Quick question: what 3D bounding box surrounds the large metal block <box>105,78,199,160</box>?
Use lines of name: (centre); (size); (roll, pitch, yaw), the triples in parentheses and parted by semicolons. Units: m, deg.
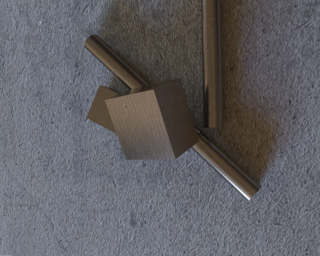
large metal block: (-0.010, -0.009, 0.373); (0.080, 0.050, 0.080); (-6, 107, 41)

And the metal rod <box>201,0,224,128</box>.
metal rod: (0.064, -0.150, 0.385); (0.025, 0.025, 0.298); (-1, 90, 19)

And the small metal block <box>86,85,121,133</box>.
small metal block: (-0.067, -0.026, 0.431); (0.050, 0.025, 0.050); (27, 99, 17)

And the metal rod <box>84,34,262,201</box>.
metal rod: (0.007, -0.023, 0.405); (0.300, 0.025, 0.025); (44, 103, 14)
